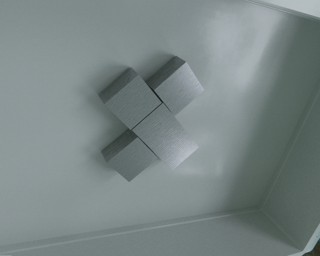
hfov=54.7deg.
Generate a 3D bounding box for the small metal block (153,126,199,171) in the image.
[{"bbox_3d":[0.018,0.023,0.430,0.050,0.025,0.050,-41,130,0],"label":"small metal block"}]

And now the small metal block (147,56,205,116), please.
[{"bbox_3d":[0.019,-0.052,0.384,0.050,0.025,0.050,-42,130,-1],"label":"small metal block"}]

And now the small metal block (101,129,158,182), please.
[{"bbox_3d":[-0.039,0.036,0.407,0.050,0.025,0.050,-40,130,0],"label":"small metal block"}]

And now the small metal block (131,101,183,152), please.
[{"bbox_3d":[-0.007,-0.006,0.397,0.050,0.025,0.050,-41,130,0],"label":"small metal block"}]

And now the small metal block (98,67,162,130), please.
[{"bbox_3d":[-0.035,-0.034,0.366,0.050,0.025,0.050,-41,130,0],"label":"small metal block"}]
